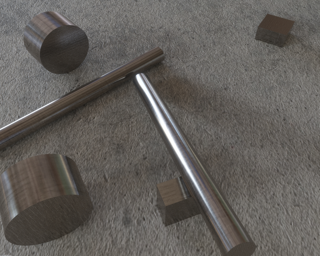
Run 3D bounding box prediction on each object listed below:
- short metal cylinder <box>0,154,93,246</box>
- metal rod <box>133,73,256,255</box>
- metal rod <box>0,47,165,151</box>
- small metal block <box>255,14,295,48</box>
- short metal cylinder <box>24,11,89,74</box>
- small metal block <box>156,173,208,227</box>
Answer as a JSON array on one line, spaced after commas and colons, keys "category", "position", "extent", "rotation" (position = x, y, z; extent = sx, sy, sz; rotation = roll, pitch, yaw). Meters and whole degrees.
[{"category": "short metal cylinder", "position": [-0.114, 0.071, 0.307], "extent": [0.081, 0.080, 0.050], "rotation": [-22, 54, -17]}, {"category": "metal rod", "position": [0.016, 0.011, 0.345], "extent": [0.025, 0.025, 0.300], "rotation": [-14, 36, -11]}, {"category": "metal rod", "position": [-0.113, -0.044, 0.439], "extent": [0.302, 0.025, 0.025], "rotation": [-34, 58, -25]}, {"category": "small metal block", "position": [0.204, -0.174, 0.551], "extent": [0.050, 0.025, 0.050], "rotation": [25, 54, 19]}, {"category": "short metal cylinder", "position": [-0.158, -0.130, 0.476], "extent": [0.080, 0.080, 0.050], "rotation": [-35, 58, -25]}, {"category": "small metal block", "position": [0.024, 0.074, 0.325], "extent": [0.050, 0.050, 0.025], "rotation": [-16, 52, -13]}]
